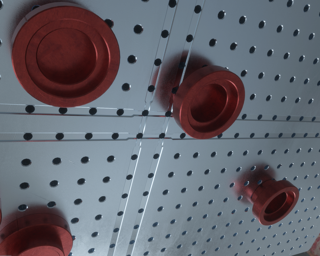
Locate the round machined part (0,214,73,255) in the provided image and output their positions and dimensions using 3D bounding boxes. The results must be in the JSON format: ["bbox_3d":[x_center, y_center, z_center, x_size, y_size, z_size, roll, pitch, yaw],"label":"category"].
[{"bbox_3d":[-0.166,0.166,0.413,0.099,0.042,0.097,-14,125,-21],"label":"round machined part"}]

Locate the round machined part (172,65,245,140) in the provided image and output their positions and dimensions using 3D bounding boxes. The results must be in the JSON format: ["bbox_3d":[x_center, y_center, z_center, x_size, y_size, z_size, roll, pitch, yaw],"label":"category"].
[{"bbox_3d":[0.060,-0.037,0.412,0.099,0.042,0.097,-14,125,-21],"label":"round machined part"}]

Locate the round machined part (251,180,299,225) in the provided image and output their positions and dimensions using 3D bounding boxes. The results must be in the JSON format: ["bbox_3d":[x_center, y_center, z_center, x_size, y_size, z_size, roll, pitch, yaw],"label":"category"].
[{"bbox_3d":[0.221,0.141,0.612,0.099,0.042,0.097,-14,125,-21],"label":"round machined part"}]

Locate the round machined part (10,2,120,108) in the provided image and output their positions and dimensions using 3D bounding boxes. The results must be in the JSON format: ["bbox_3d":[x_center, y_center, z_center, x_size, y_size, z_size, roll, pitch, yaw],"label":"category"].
[{"bbox_3d":[-0.093,-0.073,0.305,0.099,0.042,0.097,-14,125,-21],"label":"round machined part"}]
